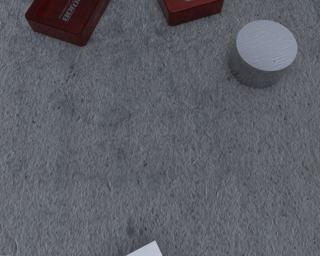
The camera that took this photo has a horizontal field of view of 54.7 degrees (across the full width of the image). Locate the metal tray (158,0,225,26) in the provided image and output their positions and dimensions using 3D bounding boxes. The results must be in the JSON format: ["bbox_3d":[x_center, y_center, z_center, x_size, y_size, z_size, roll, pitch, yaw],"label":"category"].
[{"bbox_3d":[0.035,-0.231,0.490,0.091,0.030,0.130,-18,71,-7],"label":"metal tray"}]

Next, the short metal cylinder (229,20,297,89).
[{"bbox_3d":[0.141,-0.102,0.433,0.081,0.050,0.080,0,70,0],"label":"short metal cylinder"}]

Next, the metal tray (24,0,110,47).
[{"bbox_3d":[-0.133,-0.197,0.476,0.090,0.030,0.130,20,71,7],"label":"metal tray"}]

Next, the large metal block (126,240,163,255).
[{"bbox_3d":[-0.029,0.159,0.321,0.080,0.080,0.050,-25,72,-9],"label":"large metal block"}]
